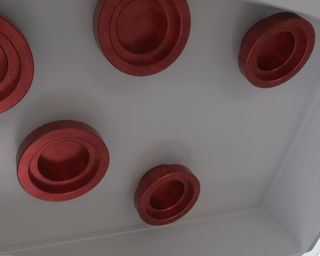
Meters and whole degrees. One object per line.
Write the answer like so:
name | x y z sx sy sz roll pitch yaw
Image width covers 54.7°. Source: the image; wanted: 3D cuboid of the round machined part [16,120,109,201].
round machined part | -0.112 0.033 0.357 0.099 0.042 0.097 -14 124 -21

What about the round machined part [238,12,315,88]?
round machined part | 0.145 -0.104 0.404 0.099 0.042 0.097 -13 134 -14

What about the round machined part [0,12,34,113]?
round machined part | -0.165 -0.061 0.270 0.099 0.042 0.097 -14 124 -21

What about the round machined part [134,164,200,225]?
round machined part | 0.007 0.093 0.459 0.099 0.042 0.097 -14 124 -21

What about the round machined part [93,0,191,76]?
round machined part | -0.021 -0.107 0.320 0.099 0.042 0.097 -14 124 -21
